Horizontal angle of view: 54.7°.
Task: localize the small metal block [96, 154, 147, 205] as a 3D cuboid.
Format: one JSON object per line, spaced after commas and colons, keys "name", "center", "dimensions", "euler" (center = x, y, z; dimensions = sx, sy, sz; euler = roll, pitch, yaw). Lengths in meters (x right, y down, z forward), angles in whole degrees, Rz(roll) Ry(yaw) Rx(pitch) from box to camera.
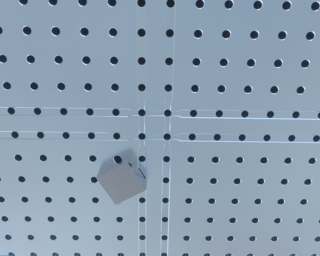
{"name": "small metal block", "center": [-0.053, 0.073, 0.440], "dimensions": [0.050, 0.025, 0.050], "euler": [-28, 108, 9]}
